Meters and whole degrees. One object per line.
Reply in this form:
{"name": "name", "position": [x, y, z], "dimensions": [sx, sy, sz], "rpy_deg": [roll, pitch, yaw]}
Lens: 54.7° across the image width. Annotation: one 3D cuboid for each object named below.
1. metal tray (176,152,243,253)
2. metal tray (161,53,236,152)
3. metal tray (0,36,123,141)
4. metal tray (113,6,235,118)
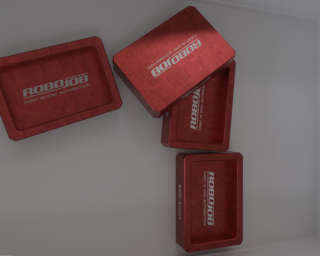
{"name": "metal tray", "position": [0.070, 0.099, 0.433], "dimensions": [0.091, 0.030, 0.129], "rpy_deg": [0, 90, -20]}
{"name": "metal tray", "position": [0.054, -0.035, 0.427], "dimensions": [0.091, 0.030, 0.129], "rpy_deg": [5, 88, -20]}
{"name": "metal tray", "position": [-0.120, -0.047, 0.363], "dimensions": [0.131, 0.030, 0.090], "rpy_deg": [-20, 97, -19]}
{"name": "metal tray", "position": [0.018, -0.085, 0.394], "dimensions": [0.130, 0.030, 0.090], "rpy_deg": [-37, 81, -13]}
